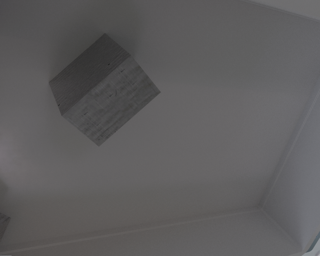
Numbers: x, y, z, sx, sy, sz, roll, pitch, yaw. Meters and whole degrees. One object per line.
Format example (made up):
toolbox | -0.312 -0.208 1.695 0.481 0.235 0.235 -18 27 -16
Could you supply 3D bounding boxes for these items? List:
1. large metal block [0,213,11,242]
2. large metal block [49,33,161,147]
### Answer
large metal block | -0.214 0.133 0.322 0.050 0.080 0.080 27 97 -1
large metal block | -0.059 -0.042 0.315 0.080 0.080 0.050 -41 129 0
